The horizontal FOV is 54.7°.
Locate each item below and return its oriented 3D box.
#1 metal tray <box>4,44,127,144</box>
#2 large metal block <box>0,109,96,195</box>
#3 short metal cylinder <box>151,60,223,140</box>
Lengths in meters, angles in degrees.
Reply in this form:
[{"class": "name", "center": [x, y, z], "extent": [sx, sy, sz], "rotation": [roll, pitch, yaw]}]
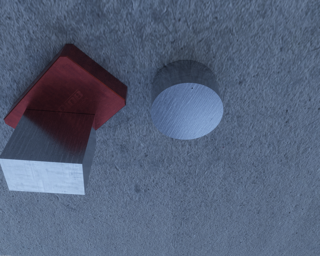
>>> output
[{"class": "metal tray", "center": [-0.115, -0.028, 0.379], "extent": [0.130, 0.030, 0.090], "rotation": [-37, 121, 27]}, {"class": "large metal block", "center": [-0.120, 0.026, 0.352], "extent": [0.081, 0.080, 0.050], "rotation": [4, 130, -4]}, {"class": "short metal cylinder", "center": [0.030, -0.032, 0.364], "extent": [0.081, 0.050, 0.079], "rotation": [0, 130, 0]}]
